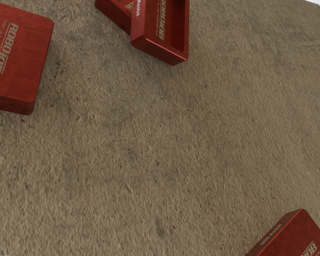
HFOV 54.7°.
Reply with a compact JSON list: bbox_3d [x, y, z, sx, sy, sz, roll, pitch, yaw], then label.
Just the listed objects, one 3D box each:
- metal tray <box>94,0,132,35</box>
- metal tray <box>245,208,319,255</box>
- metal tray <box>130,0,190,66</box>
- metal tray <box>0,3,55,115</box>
[{"bbox_3d":[-0.032,-0.208,0.509,0.090,0.030,0.131,40,51,-1],"label":"metal tray"},{"bbox_3d":[0.166,0.172,0.385,0.131,0.030,0.090,-25,75,-37],"label":"metal tray"},{"bbox_3d":[0.003,-0.170,0.467,0.091,0.030,0.129,16,69,-41],"label":"metal tray"},{"bbox_3d":[-0.180,-0.084,0.355,0.091,0.030,0.130,13,56,-21],"label":"metal tray"}]
